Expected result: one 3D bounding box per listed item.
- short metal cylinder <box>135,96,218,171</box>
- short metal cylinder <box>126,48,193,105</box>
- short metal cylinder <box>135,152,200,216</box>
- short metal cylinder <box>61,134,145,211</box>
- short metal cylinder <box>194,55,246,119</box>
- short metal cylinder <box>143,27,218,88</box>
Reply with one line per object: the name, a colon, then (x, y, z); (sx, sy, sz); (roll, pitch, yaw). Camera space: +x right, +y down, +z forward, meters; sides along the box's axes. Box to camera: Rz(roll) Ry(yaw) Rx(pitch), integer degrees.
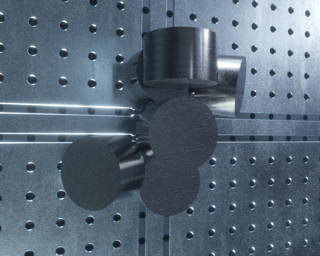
short metal cylinder: (0.018, 0.006, 0.352); (0.081, 0.050, 0.079); (0, 90, -20)
short metal cylinder: (0.002, -0.069, 0.399); (0.081, 0.050, 0.079); (0, 91, -20)
short metal cylinder: (0.004, 0.067, 0.400); (0.081, 0.050, 0.079); (0, 91, -20)
short metal cylinder: (-0.064, 0.048, 0.354); (0.050, 0.080, 0.079); (-4, 92, -64)
short metal cylinder: (0.080, -0.055, 0.405); (0.050, 0.080, 0.080); (9, 86, 21)
short metal cylinder: (0.022, -0.073, 0.337); (0.081, 0.080, 0.050); (0, 90, -20)
